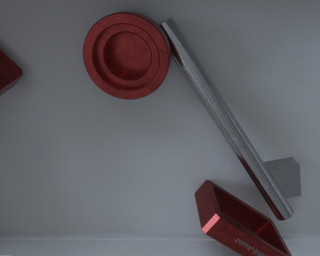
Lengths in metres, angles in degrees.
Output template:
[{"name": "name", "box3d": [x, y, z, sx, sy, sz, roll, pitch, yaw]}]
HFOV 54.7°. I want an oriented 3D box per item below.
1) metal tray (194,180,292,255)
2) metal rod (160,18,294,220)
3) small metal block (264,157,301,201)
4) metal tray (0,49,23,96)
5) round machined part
[{"name": "metal tray", "box3d": [0.112, 0.135, 0.427, 0.130, 0.090, 0.030, 33, 107, -12]}, {"name": "metal rod", "box3d": [0.087, -0.003, 0.395, 0.025, 0.025, 0.299, -33, 101, 11]}, {"name": "small metal block", "box3d": [0.170, 0.073, 0.441, 0.050, 0.025, 0.050, -11, 110, 3]}, {"name": "metal tray", "box3d": [-0.227, -0.056, 0.332, 0.090, 0.130, 0.030, 46, 130, -15]}, {"name": "round machined part", "box3d": [-0.036, -0.086, 0.364, 0.099, 0.042, 0.097, 3, 116, 7]}]
